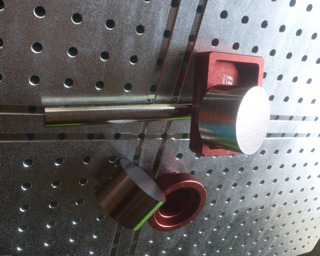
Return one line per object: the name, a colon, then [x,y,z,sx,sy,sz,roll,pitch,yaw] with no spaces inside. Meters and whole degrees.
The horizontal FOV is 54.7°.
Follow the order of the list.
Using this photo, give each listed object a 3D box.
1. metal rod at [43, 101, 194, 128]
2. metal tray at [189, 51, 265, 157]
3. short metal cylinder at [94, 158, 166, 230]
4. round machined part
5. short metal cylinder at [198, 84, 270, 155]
metal rod: [0.010,-0.022,0.402,0.303,0.025,0.025,-4,120,-27]
metal tray: [0.088,-0.031,0.408,0.091,0.030,0.129,-1,99,-27]
short metal cylinder: [-0.039,0.086,0.408,0.050,0.080,0.080,-47,129,5]
round machined part: [0.019,0.108,0.477,0.099,0.042,0.097,-14,124,-21]
short metal cylinder: [0.091,-0.012,0.375,0.081,0.050,0.079,-12,107,-45]
